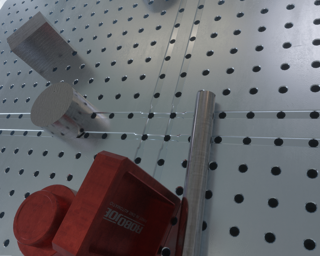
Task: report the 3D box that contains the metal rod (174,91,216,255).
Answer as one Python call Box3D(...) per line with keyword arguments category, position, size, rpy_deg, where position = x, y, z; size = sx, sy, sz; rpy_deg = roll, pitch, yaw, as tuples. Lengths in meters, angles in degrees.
Box3D(category="metal rod", position=(0.035, 0.090, 0.334), size=(0.025, 0.025, 0.300), rpy_deg=(-4, 60, 26))

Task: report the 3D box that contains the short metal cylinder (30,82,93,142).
Box3D(category="short metal cylinder", position=(-0.154, -0.025, 0.489), size=(0.080, 0.050, 0.080), rpy_deg=(-13, 56, 21))

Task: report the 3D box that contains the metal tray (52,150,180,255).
Box3D(category="metal tray", position=(-0.032, 0.089, 0.303), size=(0.030, 0.130, 0.090), rpy_deg=(12, 68, 33))

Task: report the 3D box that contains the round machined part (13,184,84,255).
Box3D(category="round machined part", position=(-0.149, 0.120, 0.402), size=(0.098, 0.042, 0.098), rpy_deg=(-13, 56, 21))

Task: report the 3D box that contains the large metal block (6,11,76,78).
Box3D(category="large metal block", position=(-0.224, -0.157, 0.587), size=(0.080, 0.080, 0.050), rpy_deg=(-40, 51, 1))
